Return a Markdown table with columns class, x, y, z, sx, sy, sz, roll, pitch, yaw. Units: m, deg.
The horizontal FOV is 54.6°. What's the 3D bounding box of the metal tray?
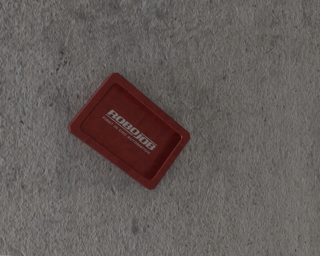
| class | x | y | z | sx | sy | sz | roll | pitch | yaw |
| --- | --- | --- | --- | --- | --- | --- | --- | --- | --- |
| metal tray | -0.037 | 0.005 | 0.392 | 0.130 | 0.030 | 0.090 | 40 | 77 | -16 |
